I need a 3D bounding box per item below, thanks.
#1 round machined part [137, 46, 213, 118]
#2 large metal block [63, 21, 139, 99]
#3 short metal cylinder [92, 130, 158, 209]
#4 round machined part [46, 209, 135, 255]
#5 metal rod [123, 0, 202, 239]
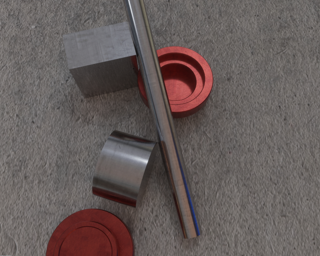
[{"bbox_3d":[0.020,-0.058,0.420,0.099,0.042,0.098,0,70,0],"label":"round machined part"},{"bbox_3d":[-0.073,-0.087,0.410,0.081,0.080,0.050,-14,71,-5],"label":"large metal block"},{"bbox_3d":[-0.039,0.047,0.361,0.050,0.080,0.080,16,71,6],"label":"short metal cylinder"},{"bbox_3d":[-0.079,0.140,0.347,0.099,0.042,0.098,0,70,0],"label":"round machined part"},{"bbox_3d":[0.002,-0.019,0.372,0.025,0.025,0.298,-14,87,-5],"label":"metal rod"}]
